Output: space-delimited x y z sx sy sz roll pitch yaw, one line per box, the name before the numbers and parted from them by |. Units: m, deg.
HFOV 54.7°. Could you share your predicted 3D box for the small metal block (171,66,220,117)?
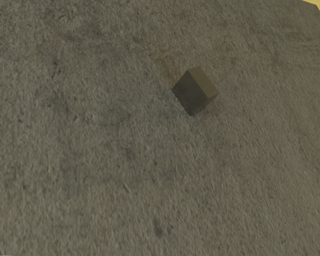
small metal block | 0.050 -0.053 0.449 0.025 0.050 0.050 -25 76 -37
